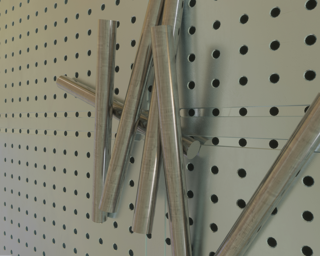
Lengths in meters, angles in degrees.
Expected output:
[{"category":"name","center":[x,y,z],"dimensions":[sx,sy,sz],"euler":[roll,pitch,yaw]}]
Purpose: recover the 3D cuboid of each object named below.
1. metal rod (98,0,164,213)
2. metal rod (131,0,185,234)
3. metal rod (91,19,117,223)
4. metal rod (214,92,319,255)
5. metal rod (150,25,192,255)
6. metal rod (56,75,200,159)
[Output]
[{"category":"metal rod","center":[-0.034,-0.037,0.410],"dimensions":[0.025,0.025,0.299],"euler":[14,90,39]},{"category":"metal rod","center":[-0.001,-0.024,0.383],"dimensions":[0.025,0.025,0.299],"euler":[4,84,40]},{"category":"metal rod","center":[-0.082,0.001,0.449],"dimensions":[0.025,0.025,0.298],"euler":[19,111,38]},{"category":"metal rod","center":[0.096,0.101,0.330],"dimensions":[0.025,0.025,0.298],"euler":[39,113,33]},{"category":"metal rod","center":[0.016,0.035,0.366],"dimensions":[0.025,0.025,0.298],"euler":[1,100,40]},{"category":"metal rod","center":[-0.067,-0.028,0.465],"dimensions":[0.300,0.025,0.025],"euler":[27,107,37]}]
